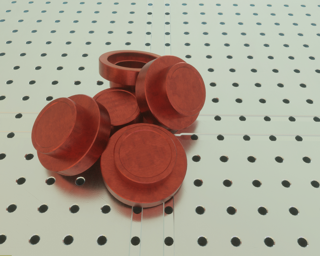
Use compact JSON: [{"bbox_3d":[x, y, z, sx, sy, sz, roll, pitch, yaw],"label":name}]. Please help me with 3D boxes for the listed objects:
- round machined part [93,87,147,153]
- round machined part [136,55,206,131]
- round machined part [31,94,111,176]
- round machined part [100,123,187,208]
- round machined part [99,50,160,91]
[{"bbox_3d":[-0.056,-0.016,0.408,0.099,0.042,0.098,0,50,0],"label":"round machined part"},{"bbox_3d":[0.021,-0.046,0.397,0.042,0.098,0.098,-9,33,50],"label":"round machined part"},{"bbox_3d":[-0.110,0.003,0.361,0.098,0.042,0.098,-13,61,26],"label":"round machined part"},{"bbox_3d":[-0.018,0.036,0.350,0.099,0.042,0.098,3,61,-6],"label":"round machined part"},{"bbox_3d":[-0.038,-0.078,0.447,0.099,0.042,0.098,5,29,-2],"label":"round machined part"}]
